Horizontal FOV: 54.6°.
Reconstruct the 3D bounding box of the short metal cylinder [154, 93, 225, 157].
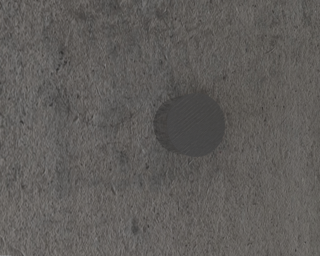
[{"bbox_3d":[0.038,-0.004,0.409,0.081,0.050,0.080,0,90,-20],"label":"short metal cylinder"}]
